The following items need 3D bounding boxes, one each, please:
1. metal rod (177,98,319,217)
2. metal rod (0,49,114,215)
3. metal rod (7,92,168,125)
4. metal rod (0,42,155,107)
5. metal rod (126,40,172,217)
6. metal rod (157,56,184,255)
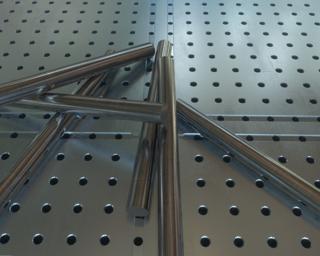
[{"bbox_3d":[0.130,0.049,0.367,0.300,0.025,0.025,36,59,26],"label":"metal rod"},{"bbox_3d":[-0.132,-0.011,0.416,0.025,0.025,0.301,17,52,14],"label":"metal rod"},{"bbox_3d":[-0.137,-0.033,0.402,0.301,0.025,0.025,7,50,19],"label":"metal rod"},{"bbox_3d":[-0.119,-0.075,0.422,0.025,0.025,0.302,36,44,26],"label":"metal rod"},{"bbox_3d":[-0.008,-0.025,0.428,0.025,0.025,0.300,5,50,4],"label":"metal rod"},{"bbox_3d":[0.010,0.027,0.368,0.025,0.025,0.300,0,55,0],"label":"metal rod"}]
